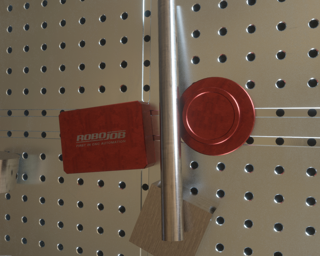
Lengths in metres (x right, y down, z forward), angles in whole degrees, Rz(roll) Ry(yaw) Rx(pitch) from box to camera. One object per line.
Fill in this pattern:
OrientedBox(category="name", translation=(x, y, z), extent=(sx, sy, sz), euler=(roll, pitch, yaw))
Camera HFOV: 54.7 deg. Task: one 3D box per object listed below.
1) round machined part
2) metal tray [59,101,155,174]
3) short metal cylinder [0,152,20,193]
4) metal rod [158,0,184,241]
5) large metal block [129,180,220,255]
OrientedBox(category="round machined part", translation=(0.065, -0.014, 0.380), extent=(0.098, 0.042, 0.097), euler=(0, 90, 20))
OrientedBox(category="metal tray", translation=(-0.076, 0.015, 0.437), extent=(0.130, 0.030, 0.089), euler=(-7, 88, 19))
OrientedBox(category="short metal cylinder", translation=(-0.262, 0.066, 0.476), extent=(0.080, 0.080, 0.050), euler=(8, 93, 20))
OrientedBox(category="metal rod", translation=(0.012, -0.022, 0.377), extent=(0.025, 0.025, 0.299), euler=(-6, 76, 20))
OrientedBox(category="large metal block", translation=(0.019, 0.119, 0.393), extent=(0.080, 0.050, 0.080), euler=(24, 98, 18))
